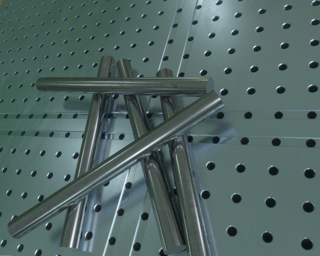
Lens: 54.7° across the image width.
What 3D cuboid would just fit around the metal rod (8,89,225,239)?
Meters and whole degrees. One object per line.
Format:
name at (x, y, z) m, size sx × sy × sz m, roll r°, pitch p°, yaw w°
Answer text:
metal rod at (-0.057, 0.047, 0.375) m, size 0.300 × 0.025 × 0.025 m, roll -33°, pitch 52°, yaw 6°

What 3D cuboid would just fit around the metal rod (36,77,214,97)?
metal rod at (-0.069, -0.061, 0.448) m, size 0.300 × 0.025 × 0.025 m, roll 5°, pitch 64°, yaw 30°

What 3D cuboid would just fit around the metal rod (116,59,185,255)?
metal rod at (-0.021, 0.012, 0.410) m, size 0.025 × 0.025 × 0.299 m, roll -27°, pitch 52°, yaw 11°

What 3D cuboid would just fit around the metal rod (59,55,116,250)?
metal rod at (-0.098, 0.016, 0.447) m, size 0.025 × 0.025 × 0.299 m, roll -9°, pitch 58°, yaw 23°

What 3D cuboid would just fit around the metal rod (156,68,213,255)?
metal rod at (0.027, 0.044, 0.366) m, size 0.025 × 0.025 × 0.299 m, roll -20°, pitch 54°, yaw 16°
